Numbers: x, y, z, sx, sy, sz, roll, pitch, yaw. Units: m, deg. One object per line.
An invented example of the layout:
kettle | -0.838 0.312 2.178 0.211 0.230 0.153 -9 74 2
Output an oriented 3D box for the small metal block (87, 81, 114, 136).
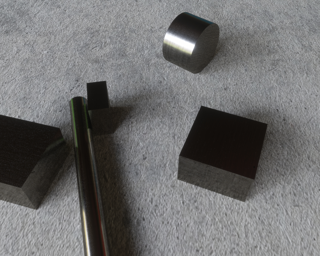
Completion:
small metal block | -0.079 -0.026 0.408 0.025 0.050 0.050 -8 51 -7

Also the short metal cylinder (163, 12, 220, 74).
short metal cylinder | 0.049 -0.131 0.478 0.050 0.080 0.080 31 57 23

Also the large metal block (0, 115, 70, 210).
large metal block | -0.164 0.037 0.355 0.080 0.050 0.080 12 51 10

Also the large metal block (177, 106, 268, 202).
large metal block | 0.073 0.028 0.364 0.080 0.050 0.080 17 52 14

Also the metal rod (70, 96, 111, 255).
metal rod | -0.076 0.076 0.338 0.025 0.025 0.300 -11 51 -9
